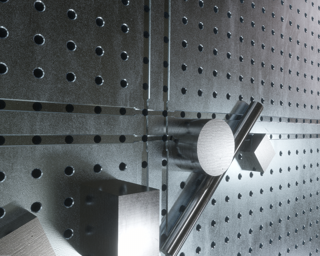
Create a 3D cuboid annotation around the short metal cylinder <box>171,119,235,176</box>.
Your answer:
[{"bbox_3d":[0.063,0.026,0.448,0.081,0.050,0.079,0,90,-40],"label":"short metal cylinder"}]

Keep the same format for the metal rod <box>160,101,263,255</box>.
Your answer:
[{"bbox_3d":[0.092,0.066,0.488,0.301,0.025,0.025,-52,121,-28],"label":"metal rod"}]

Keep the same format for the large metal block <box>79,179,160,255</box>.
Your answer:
[{"bbox_3d":[-0.046,0.103,0.337,0.050,0.080,0.079,1,90,-40],"label":"large metal block"}]

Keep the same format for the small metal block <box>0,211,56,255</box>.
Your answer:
[{"bbox_3d":[-0.136,0.118,0.297,0.050,0.025,0.050,-30,109,-36],"label":"small metal block"}]

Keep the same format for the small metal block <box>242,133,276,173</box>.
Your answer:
[{"bbox_3d":[0.181,0.045,0.565,0.050,0.025,0.050,-48,119,-29],"label":"small metal block"}]
